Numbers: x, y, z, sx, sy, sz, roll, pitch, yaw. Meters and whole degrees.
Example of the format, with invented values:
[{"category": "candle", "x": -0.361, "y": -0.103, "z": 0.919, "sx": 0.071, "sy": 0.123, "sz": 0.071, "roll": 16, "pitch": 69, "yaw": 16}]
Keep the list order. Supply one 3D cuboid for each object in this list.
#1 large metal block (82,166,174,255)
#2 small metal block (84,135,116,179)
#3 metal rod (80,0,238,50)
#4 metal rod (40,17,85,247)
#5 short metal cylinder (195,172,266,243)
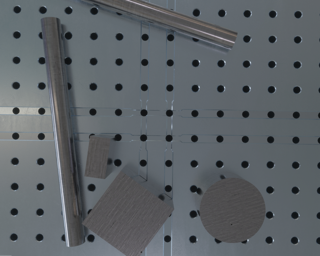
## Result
[{"category": "large metal block", "x": -0.039, "y": 0.107, "z": 0.401, "sx": 0.080, "sy": 0.050, "sz": 0.080, "roll": 36, "pitch": 90, "yaw": 0}, {"category": "small metal block", "x": -0.076, "y": 0.036, "z": 0.400, "sx": 0.025, "sy": 0.050, "sz": 0.050, "roll": 8, "pitch": 90, "yaw": 0}, {"category": "metal rod", "x": -0.044, "y": -0.164, "z": 0.412, "sx": 0.302, "sy": 0.025, "sz": 0.025, "roll": 18, "pitch": 90, "yaw": 0}, {"category": "metal rod", "x": -0.129, "y": 0.005, "z": 0.412, "sx": 0.025, "sy": 0.025, "sz": 0.298, "roll": -6, "pitch": 90, "yaw": 0}, {"category": "short metal cylinder", "x": 0.088, "y": 0.100, "z": 0.402, "sx": 0.081, "sy": 0.050, "sz": 0.079, "roll": 0, "pitch": 90, "yaw": 0}]
